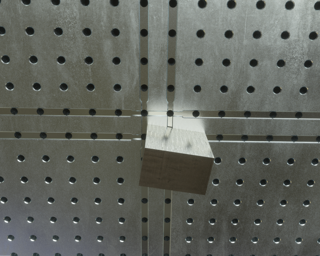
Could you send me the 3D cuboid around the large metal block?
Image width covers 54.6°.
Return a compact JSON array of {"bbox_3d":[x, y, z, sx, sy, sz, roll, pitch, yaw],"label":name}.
[{"bbox_3d":[0.019,0.037,0.398,0.080,0.080,0.050,9,110,-3],"label":"large metal block"}]
